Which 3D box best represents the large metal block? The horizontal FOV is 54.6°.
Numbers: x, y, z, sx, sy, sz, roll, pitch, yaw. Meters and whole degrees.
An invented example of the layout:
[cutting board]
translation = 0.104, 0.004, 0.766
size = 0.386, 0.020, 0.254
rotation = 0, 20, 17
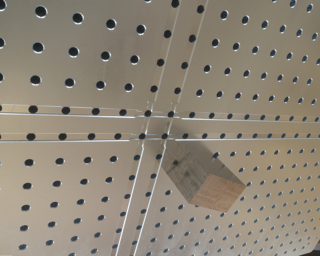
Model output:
[large metal block]
translation = 0.064, 0.072, 0.454
size = 0.080, 0.080, 0.050
rotation = 23, 106, -37
